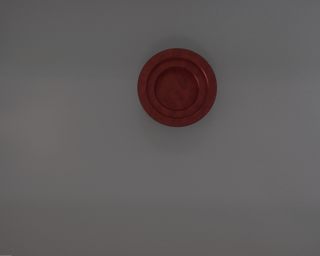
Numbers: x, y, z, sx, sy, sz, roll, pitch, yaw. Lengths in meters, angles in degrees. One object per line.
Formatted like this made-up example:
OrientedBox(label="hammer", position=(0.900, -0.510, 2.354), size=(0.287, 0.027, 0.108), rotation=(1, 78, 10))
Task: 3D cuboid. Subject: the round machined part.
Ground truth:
OrientedBox(label="round machined part", position=(0.021, -0.050, 0.403), size=(0.099, 0.042, 0.097), rotation=(0, 90, 0))
